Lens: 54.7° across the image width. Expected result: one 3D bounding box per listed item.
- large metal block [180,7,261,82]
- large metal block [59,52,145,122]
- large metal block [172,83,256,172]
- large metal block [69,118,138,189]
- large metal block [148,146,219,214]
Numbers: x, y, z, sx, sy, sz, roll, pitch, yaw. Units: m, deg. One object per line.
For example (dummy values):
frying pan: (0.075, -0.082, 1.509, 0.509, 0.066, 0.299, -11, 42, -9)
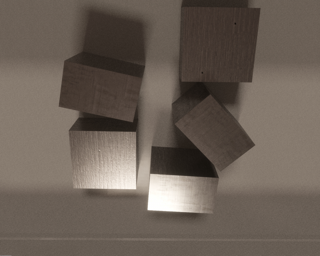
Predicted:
large metal block: (0.065, -0.098, 0.363, 0.081, 0.050, 0.079, 1, 110, -1)
large metal block: (-0.063, -0.051, 0.362, 0.081, 0.080, 0.050, 12, 110, -5)
large metal block: (0.061, -0.006, 0.381, 0.050, 0.080, 0.080, -41, 106, 13)
large metal block: (-0.070, 0.032, 0.409, 0.081, 0.050, 0.079, 1, 110, -1)
large metal block: (0.027, 0.065, 0.406, 0.081, 0.080, 0.050, 4, 110, -2)
